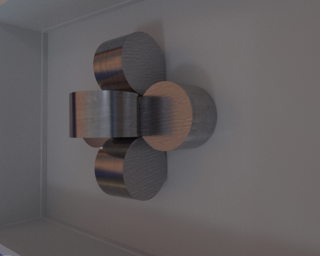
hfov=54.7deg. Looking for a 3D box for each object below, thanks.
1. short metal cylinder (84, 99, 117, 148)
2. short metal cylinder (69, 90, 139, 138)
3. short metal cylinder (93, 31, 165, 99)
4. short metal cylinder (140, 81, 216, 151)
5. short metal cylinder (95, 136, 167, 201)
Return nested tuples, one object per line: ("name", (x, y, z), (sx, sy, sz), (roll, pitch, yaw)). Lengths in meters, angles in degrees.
("short metal cylinder", (-0.073, -0.013, 0.449), (0.080, 0.050, 0.080), (0, 90, 40))
("short metal cylinder", (-0.065, -0.014, 0.365), (0.080, 0.081, 0.050), (-1, 89, 40))
("short metal cylinder", (-0.038, -0.079, 0.400), (0.050, 0.081, 0.080), (-2, 89, 39))
("short metal cylinder", (0.020, -0.014, 0.372), (0.080, 0.050, 0.080), (0, 90, 40))
("short metal cylinder", (-0.036, 0.050, 0.398), (0.050, 0.081, 0.080), (-2, 89, 39))
